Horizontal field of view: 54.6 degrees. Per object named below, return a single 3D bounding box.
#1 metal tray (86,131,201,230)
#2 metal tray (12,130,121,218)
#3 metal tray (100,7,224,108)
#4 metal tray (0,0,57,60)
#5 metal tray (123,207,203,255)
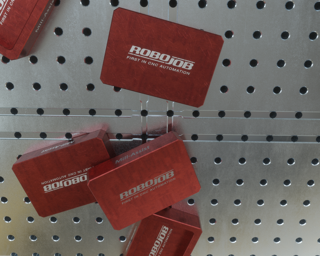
[{"bbox_3d":[-0.020,0.071,0.416,0.131,0.030,0.090,-25,116,-5],"label":"metal tray"},{"bbox_3d":[-0.124,0.065,0.434,0.130,0.030,0.090,-18,109,6],"label":"metal tray"},{"bbox_3d":[0.001,-0.085,0.379,0.131,0.030,0.089,14,110,-5],"label":"metal tray"},{"bbox_3d":[-0.171,-0.155,0.352,0.090,0.030,0.129,33,107,-12],"label":"metal tray"},{"bbox_3d":[-0.002,0.184,0.478,0.090,0.030,0.129,20,109,-7],"label":"metal tray"}]
